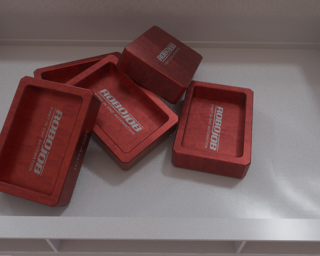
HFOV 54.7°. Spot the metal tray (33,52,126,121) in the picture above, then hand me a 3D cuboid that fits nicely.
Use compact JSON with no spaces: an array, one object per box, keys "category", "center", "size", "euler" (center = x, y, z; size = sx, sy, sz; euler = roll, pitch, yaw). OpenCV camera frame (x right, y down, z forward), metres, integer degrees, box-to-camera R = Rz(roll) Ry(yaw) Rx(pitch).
[{"category":"metal tray","center":[-0.107,-0.061,0.449],"size":[0.131,0.030,0.090],"euler":[-16,52,-14]}]

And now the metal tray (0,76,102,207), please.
[{"category":"metal tray","center":[-0.130,0.014,0.349],"size":[0.090,0.030,0.129],"euler":[13,79,10]}]

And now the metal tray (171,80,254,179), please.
[{"category":"metal tray","center":[0.071,-0.004,0.403],"size":[0.090,0.030,0.130],"euler":[10,51,7]}]

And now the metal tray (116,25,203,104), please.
[{"category":"metal tray","center":[0.005,-0.093,0.434],"size":[0.090,0.030,0.130],"euler":[33,34,-3]}]

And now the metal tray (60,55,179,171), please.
[{"category":"metal tray","center":[-0.052,-0.023,0.390],"size":[0.090,0.030,0.130],"euler":[-40,75,-21]}]
